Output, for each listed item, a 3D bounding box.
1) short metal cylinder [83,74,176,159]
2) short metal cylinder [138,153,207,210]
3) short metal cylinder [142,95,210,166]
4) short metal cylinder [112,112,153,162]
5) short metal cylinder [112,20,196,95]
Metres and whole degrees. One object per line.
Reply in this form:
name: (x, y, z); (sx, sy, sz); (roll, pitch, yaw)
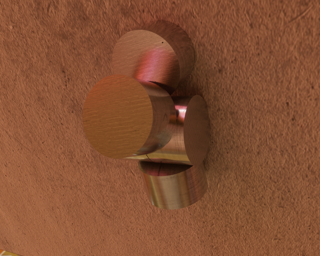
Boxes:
short metal cylinder: (-0.030, -0.011, 0.315); (0.080, 0.050, 0.079); (0, 90, 27)
short metal cylinder: (0.017, 0.059, 0.399); (0.080, 0.080, 0.050); (0, 118, 28)
short metal cylinder: (0.021, 0.002, 0.361); (0.050, 0.080, 0.080); (1, 119, 28)
short metal cylinder: (-0.025, 0.001, 0.386); (0.050, 0.080, 0.079); (1, 119, 27)
short metal cylinder: (-0.006, -0.076, 0.348); (0.080, 0.050, 0.079); (13, 124, 20)
